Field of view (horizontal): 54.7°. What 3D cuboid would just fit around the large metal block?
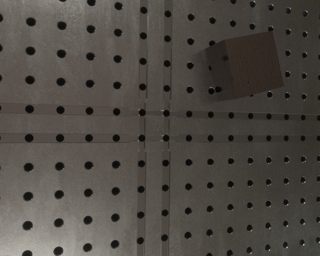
[{"bbox_3d":[0.122,-0.088,0.446,0.081,0.050,0.080,-16,96,-20],"label":"large metal block"}]
